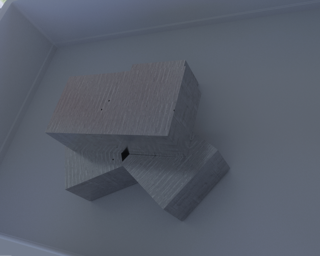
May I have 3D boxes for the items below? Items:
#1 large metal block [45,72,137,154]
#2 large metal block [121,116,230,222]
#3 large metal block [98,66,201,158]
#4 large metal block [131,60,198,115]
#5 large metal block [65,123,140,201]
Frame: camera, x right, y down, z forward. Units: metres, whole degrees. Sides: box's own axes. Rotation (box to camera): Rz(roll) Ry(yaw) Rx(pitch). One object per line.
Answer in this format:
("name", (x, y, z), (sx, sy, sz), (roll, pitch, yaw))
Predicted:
("large metal block", (-0.078, -0.018, 0.375), (0.080, 0.050, 0.080), (1, 62, 28))
("large metal block", (0.017, 0.043, 0.351), (0.080, 0.050, 0.080), (-47, 51, -5))
("large metal block", (-0.008, -0.017, 0.336), (0.080, 0.050, 0.080), (1, 62, 28))
("large metal block", (-0.002, -0.041, 0.414), (0.080, 0.050, 0.080), (2, 62, 29))
("large metal block", (-0.075, 0.038, 0.404), (0.080, 0.050, 0.080), (-23, 53, 14))
